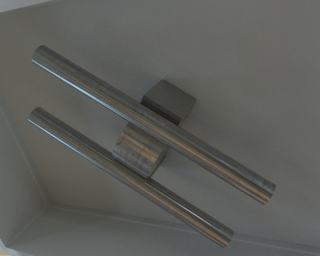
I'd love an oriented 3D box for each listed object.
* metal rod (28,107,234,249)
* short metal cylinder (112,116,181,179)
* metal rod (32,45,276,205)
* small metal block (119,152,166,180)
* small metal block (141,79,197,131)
[{"bbox_3d":[-0.043,0.060,0.402,0.301,0.025,0.025,31,128,7],"label":"metal rod"},{"bbox_3d":[-0.016,0.017,0.389,0.050,0.080,0.079,32,128,7],"label":"short metal cylinder"},{"bbox_3d":[-0.013,-0.008,0.343,0.301,0.025,0.025,31,128,7],"label":"metal rod"},{"bbox_3d":[-0.028,0.048,0.433,0.050,0.050,0.025,32,128,7],"label":"small metal block"},{"bbox_3d":[0.009,-0.027,0.368,0.050,0.050,0.025,32,128,7],"label":"small metal block"}]
